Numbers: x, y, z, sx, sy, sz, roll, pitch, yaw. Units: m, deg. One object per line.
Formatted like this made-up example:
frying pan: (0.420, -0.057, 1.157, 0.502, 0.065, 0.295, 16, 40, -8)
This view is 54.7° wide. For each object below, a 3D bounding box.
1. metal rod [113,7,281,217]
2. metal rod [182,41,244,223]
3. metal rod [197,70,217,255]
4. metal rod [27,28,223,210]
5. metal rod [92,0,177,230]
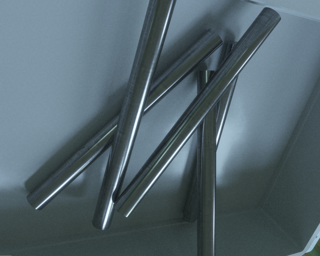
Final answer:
metal rod: (0.043, -0.017, 0.376, 0.025, 0.025, 0.299, 36, 92, -39)
metal rod: (0.075, 0.023, 0.463, 0.025, 0.025, 0.298, -4, 120, -26)
metal rod: (0.062, 0.075, 0.412, 0.025, 0.025, 0.298, -3, 96, -27)
metal rod: (-0.043, -0.010, 0.378, 0.300, 0.025, 0.025, -42, 129, 1)
metal rod: (-0.035, -0.004, 0.352, 0.025, 0.025, 0.298, 3, 117, -30)
